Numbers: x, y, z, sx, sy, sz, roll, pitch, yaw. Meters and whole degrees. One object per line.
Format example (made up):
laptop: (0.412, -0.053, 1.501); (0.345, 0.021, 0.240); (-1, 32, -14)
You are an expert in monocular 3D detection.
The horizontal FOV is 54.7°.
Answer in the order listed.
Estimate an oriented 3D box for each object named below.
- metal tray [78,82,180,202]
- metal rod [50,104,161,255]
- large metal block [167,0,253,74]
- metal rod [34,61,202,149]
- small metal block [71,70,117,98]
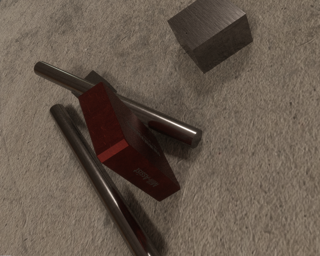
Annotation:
metal tray: (-0.030, 0.019, 0.339); (0.030, 0.130, 0.090); (-33, 52, 7)
metal rod: (-0.088, 0.056, 0.413); (0.025, 0.025, 0.300); (-42, 51, -1)
large metal block: (0.069, -0.136, 0.434); (0.080, 0.050, 0.080); (-34, 52, 6)
metal rod: (-0.076, -0.042, 0.441); (0.300, 0.025, 0.025); (25, 75, 28)
small metal block: (-0.105, -0.058, 0.492); (0.050, 0.025, 0.050); (-47, 52, -5)
